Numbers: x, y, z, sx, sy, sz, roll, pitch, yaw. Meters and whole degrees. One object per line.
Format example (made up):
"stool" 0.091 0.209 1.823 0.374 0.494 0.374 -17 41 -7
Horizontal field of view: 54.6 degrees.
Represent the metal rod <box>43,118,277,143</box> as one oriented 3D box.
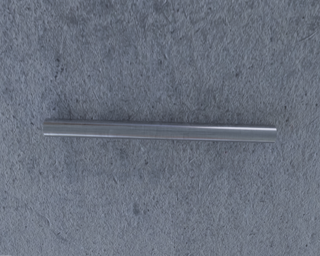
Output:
"metal rod" 0.001 0.004 0.412 0.302 0.025 0.025 2 110 -1
